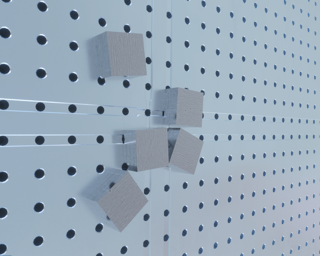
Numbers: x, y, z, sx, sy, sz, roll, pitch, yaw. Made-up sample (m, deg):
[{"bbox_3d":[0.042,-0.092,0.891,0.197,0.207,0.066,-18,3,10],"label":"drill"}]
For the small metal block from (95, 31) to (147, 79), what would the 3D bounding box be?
[{"bbox_3d":[-0.046,-0.086,0.370,0.050,0.025,0.050,-10,97,-39],"label":"small metal block"}]

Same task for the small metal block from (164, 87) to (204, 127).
[{"bbox_3d":[0.034,-0.028,0.436,0.050,0.025,0.050,6,86,-40],"label":"small metal block"}]

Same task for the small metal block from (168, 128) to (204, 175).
[{"bbox_3d":[0.029,0.032,0.433,0.050,0.025,0.050,30,72,-36],"label":"small metal block"}]

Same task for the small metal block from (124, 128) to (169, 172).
[{"bbox_3d":[-0.017,0.026,0.394,0.050,0.025,0.050,-4,93,-40],"label":"small metal block"}]

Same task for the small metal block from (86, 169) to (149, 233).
[{"bbox_3d":[-0.049,0.085,0.367,0.050,0.025,0.050,-45,117,-31],"label":"small metal block"}]
